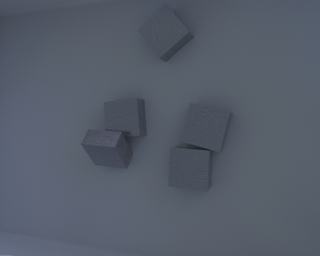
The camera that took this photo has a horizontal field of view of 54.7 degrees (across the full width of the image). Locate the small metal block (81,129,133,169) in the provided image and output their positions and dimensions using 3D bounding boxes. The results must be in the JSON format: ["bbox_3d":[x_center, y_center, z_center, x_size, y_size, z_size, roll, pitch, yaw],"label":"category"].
[{"bbox_3d":[-0.070,0.029,0.420,0.050,0.050,0.025,4,51,20],"label":"small metal block"}]

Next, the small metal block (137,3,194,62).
[{"bbox_3d":[0.008,-0.124,0.408,0.050,0.025,0.050,-39,78,15],"label":"small metal block"}]

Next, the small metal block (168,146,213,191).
[{"bbox_3d":[0.040,0.051,0.396,0.050,0.025,0.050,3,91,20],"label":"small metal block"}]

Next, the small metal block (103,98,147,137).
[{"bbox_3d":[-0.048,-0.013,0.427,0.050,0.025,0.050,-5,88,20],"label":"small metal block"}]

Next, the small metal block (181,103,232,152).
[{"bbox_3d":[0.059,-0.001,0.390,0.050,0.025,0.050,15,95,19],"label":"small metal block"}]
